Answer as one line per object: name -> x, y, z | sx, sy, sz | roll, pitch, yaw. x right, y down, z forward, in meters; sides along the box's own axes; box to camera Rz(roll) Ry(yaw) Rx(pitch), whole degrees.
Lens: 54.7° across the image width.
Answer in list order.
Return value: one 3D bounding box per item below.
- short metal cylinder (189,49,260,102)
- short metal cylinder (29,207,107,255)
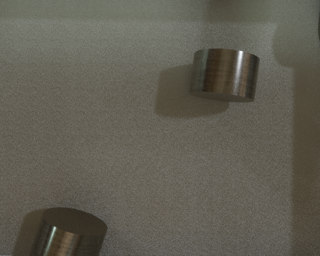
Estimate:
short metal cylinder -> 0.079, -0.063, 0.385 | 0.081, 0.080, 0.050 | 8, 90, -1
short metal cylinder -> -0.112, 0.138, 0.383 | 0.080, 0.080, 0.050 | 18, 90, -1
